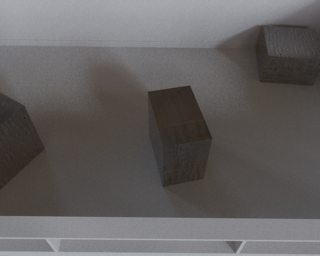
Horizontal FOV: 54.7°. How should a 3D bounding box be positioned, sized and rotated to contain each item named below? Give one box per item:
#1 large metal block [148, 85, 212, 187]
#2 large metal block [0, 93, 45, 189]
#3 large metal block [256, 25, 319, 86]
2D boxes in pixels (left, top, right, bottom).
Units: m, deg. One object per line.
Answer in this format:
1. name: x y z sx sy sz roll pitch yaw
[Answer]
1. large metal block: 0.019 0.010 0.361 0.050 0.080 0.080 -10 51 -8
2. large metal block: -0.190 0.017 0.353 0.050 0.080 0.080 26 55 20
3. large metal block: 0.201 -0.115 0.488 0.080 0.050 0.080 5 50 4
